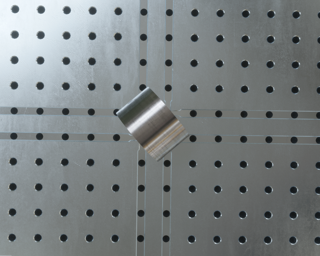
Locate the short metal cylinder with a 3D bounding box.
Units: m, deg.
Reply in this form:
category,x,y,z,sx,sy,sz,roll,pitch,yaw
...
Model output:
category,x,y,z,sx,sy,sz,roll,pitch,yaw
short metal cylinder,-0.009,-0.005,0.385,0.050,0.080,0.080,-40,91,0
